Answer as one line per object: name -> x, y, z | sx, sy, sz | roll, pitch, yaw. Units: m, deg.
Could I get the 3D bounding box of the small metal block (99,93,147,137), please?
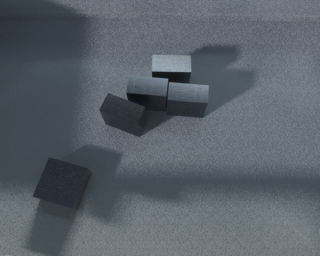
small metal block -> -0.046, -0.016, 0.402 | 0.050, 0.050, 0.025 | 21, 72, 7

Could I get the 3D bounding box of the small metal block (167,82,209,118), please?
small metal block -> 0.035, -0.036, 0.410 | 0.050, 0.050, 0.025 | 5, 70, 1

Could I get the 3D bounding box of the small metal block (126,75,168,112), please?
small metal block -> -0.016, -0.045, 0.413 | 0.050, 0.050, 0.025 | 5, 70, 1

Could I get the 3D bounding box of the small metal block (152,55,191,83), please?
small metal block -> 0.015, -0.075, 0.424 | 0.050, 0.050, 0.025 | 1, 70, 0

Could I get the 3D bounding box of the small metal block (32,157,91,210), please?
small metal block -> -0.119, 0.069, 0.383 | 0.050, 0.025, 0.050 | 15, 71, 5
